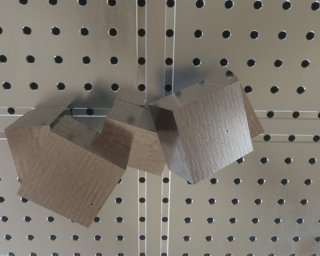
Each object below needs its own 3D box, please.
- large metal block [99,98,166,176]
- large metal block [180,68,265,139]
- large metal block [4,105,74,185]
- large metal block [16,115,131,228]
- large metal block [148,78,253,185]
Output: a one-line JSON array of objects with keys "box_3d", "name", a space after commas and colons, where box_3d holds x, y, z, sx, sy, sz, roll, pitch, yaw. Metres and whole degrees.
[{"box_3d": [-0.029, 0.009, 0.386, 0.080, 0.080, 0.050, 18, 109, -7], "name": "large metal block"}, {"box_3d": [0.072, -0.017, 0.395, 0.080, 0.050, 0.080, -29, 108, 9], "name": "large metal block"}, {"box_3d": [-0.142, 0.022, 0.390, 0.050, 0.080, 0.079, -6, 110, 2], "name": "large metal block"}, {"box_3d": [-0.088, 0.045, 0.329, 0.080, 0.050, 0.080, 30, 107, -10], "name": "large metal block"}, {"box_3d": [0.044, 0.000, 0.328, 0.081, 0.050, 0.080, -25, 111, -22], "name": "large metal block"}]
